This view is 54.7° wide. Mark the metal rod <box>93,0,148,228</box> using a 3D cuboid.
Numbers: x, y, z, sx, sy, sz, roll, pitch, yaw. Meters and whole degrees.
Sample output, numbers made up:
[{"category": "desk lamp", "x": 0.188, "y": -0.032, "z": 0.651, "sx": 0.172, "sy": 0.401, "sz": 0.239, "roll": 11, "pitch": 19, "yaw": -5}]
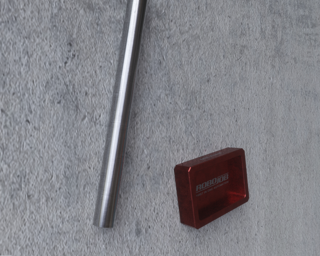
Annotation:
[{"category": "metal rod", "x": -0.044, "y": -0.036, "z": 0.369, "sx": 0.025, "sy": 0.025, "sz": 0.298, "roll": 13, "pitch": 82, "yaw": -40}]

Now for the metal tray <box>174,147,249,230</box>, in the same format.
[{"category": "metal tray", "x": 0.083, "y": 0.087, "z": 0.473, "sx": 0.131, "sy": 0.030, "sz": 0.089, "roll": -13, "pitch": 98, "yaw": -40}]
